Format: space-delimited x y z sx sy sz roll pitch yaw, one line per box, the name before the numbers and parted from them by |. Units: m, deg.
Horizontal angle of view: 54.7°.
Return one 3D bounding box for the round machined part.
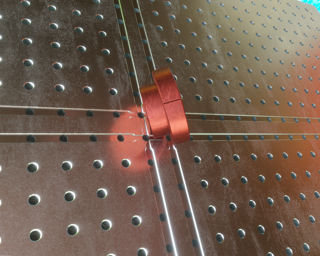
round machined part | 0.003 -0.024 0.391 0.042 0.098 0.098 -16 67 -1
